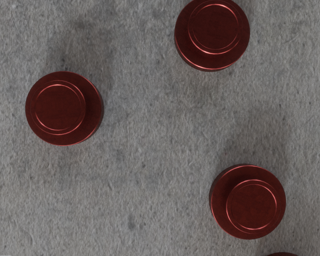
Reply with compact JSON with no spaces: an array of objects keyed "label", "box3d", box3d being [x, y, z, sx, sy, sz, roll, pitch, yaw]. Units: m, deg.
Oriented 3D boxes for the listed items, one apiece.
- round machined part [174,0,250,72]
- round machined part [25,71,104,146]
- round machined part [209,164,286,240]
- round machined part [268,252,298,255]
[{"label":"round machined part","box3d":[0.069,-0.125,0.402,0.099,0.042,0.097,0,90,-1]},{"label":"round machined part","box3d":[-0.125,-0.025,0.400,0.099,0.042,0.097,0,90,-1]},{"label":"round machined part","box3d":[0.116,0.097,0.403,0.099,0.042,0.097,0,90,-1]},{"label":"round machined part","box3d":[0.168,0.219,0.404,0.099,0.042,0.097,0,90,-1]}]
